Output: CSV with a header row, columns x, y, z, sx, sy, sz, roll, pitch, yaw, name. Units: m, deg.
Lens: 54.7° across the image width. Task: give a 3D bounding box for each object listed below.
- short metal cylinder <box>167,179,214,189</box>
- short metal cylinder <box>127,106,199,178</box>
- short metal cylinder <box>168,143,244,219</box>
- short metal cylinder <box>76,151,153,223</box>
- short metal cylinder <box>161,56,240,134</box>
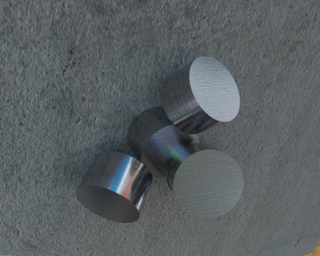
x,y,z,sx,sy,sz,roll,pitch,yaw,name
0.057,0.069,0.446,0.080,0.080,0.050,-46,129,4,short metal cylinder
0.003,0.018,0.405,0.081,0.050,0.079,-14,124,-21,short metal cylinder
0.052,0.061,0.372,0.081,0.050,0.079,-1,96,-6,short metal cylinder
-0.055,0.074,0.381,0.080,0.050,0.080,12,139,11,short metal cylinder
0.048,-0.038,0.368,0.081,0.080,0.050,14,154,-34,short metal cylinder
